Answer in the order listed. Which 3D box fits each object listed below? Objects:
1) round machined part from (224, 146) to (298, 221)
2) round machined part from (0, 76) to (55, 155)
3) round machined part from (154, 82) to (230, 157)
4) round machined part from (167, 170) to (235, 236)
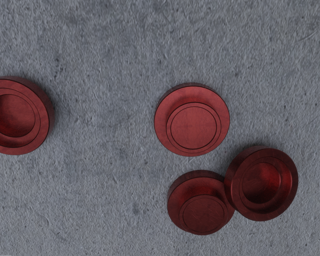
[{"bbox_3d":[0.131,0.071,0.418,0.099,0.042,0.097,-2,98,-15],"label":"round machined part"},{"bbox_3d":[-0.183,-0.018,0.392,0.099,0.042,0.097,0,110,0],"label":"round machined part"},{"bbox_3d":[0.041,-0.007,0.398,0.099,0.042,0.097,0,110,0],"label":"round machined part"},{"bbox_3d":[0.060,0.113,0.443,0.099,0.042,0.097,0,110,0],"label":"round machined part"}]
